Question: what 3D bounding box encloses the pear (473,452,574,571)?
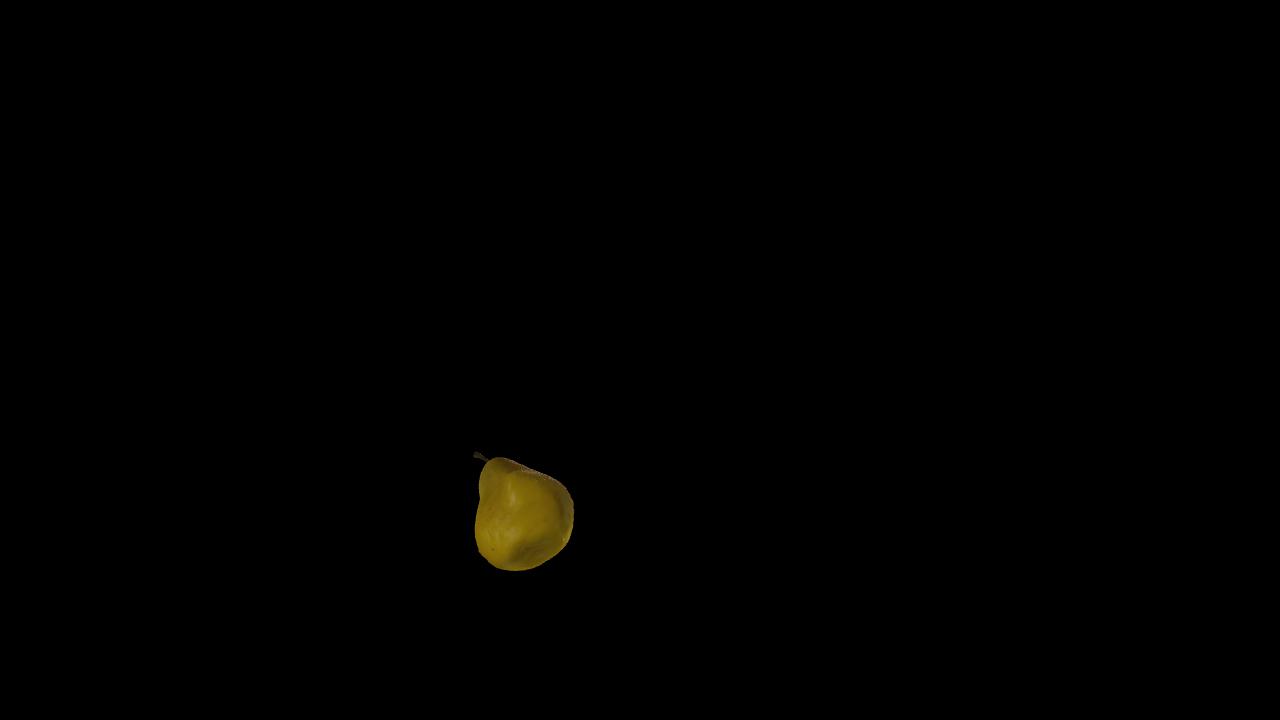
[{"bbox_3d":[-0.100,0.110,0.497,0.080,0.111,0.080,-19,-37,-15],"label":"pear"}]
